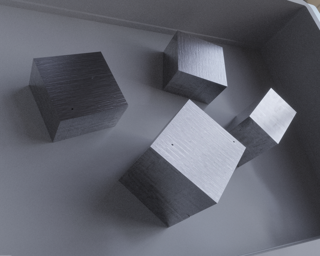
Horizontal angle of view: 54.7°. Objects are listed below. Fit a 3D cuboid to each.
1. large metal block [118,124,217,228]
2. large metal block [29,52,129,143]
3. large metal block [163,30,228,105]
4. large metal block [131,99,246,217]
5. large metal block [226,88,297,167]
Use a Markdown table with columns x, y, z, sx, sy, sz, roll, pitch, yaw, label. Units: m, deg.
| x | y | z | sx | sy | sz | roll | pitch | yaw | label |
| --- | --- | --- | --- | --- | --- | --- | --- | --- | --- |
| 0.013 | 0.054 | 0.365 | 0.080 | 0.050 | 0.080 | 43 | 51 | 1 | large metal block |
| -0.096 | -0.038 | 0.362 | 0.081 | 0.050 | 0.080 | -17 | 71 | -35 | large metal block |
| 0.052 | -0.092 | 0.475 | 0.081 | 0.050 | 0.080 | 14 | 56 | -21 | large metal block |
| 0.031 | 0.030 | 0.325 | 0.080 | 0.050 | 0.080 | 41 | 51 | -1 | large metal block |
| 0.137 | 0.000 | 0.446 | 0.050 | 0.080 | 0.080 | 45 | 51 | 2 | large metal block |
